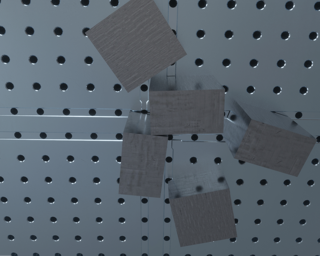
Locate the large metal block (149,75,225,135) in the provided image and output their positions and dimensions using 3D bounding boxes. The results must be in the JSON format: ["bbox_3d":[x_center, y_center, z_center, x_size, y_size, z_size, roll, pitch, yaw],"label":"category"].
[{"bbox_3d":[0.029,-0.030,0.373,0.080,0.080,0.050,-2,110,0],"label":"large metal block"}]

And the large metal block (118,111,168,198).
[{"bbox_3d":[-0.020,0.031,0.395,0.050,0.080,0.079,6,110,-2],"label":"large metal block"}]

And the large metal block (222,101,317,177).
[{"bbox_3d":[0.131,0.010,0.389,0.080,0.080,0.050,17,109,-6],"label":"large metal block"}]

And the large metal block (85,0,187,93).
[{"bbox_3d":[-0.026,-0.101,0.363,0.080,0.050,0.080,-32,107,11],"label":"large metal block"}]

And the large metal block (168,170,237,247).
[{"bbox_3d":[0.060,0.114,0.442,0.080,0.050,0.080,-12,110,4],"label":"large metal block"}]
